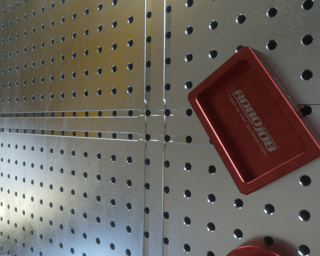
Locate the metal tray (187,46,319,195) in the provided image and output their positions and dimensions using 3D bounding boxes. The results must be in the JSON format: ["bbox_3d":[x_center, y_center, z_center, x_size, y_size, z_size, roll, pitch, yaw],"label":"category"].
[{"bbox_3d":[0.095,-0.008,0.326,0.090,0.030,0.130,-40,66,32],"label":"metal tray"}]

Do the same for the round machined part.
[{"bbox_3d":[0.102,0.170,0.313,0.098,0.042,0.097,0,90,39],"label":"round machined part"}]
